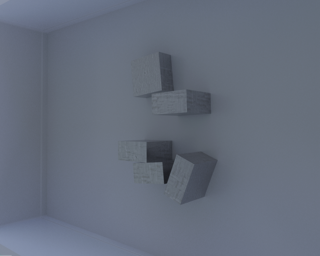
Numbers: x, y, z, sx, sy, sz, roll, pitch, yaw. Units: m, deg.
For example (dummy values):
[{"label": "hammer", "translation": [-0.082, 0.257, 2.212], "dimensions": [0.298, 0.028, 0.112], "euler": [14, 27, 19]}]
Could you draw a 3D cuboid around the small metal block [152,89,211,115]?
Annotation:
[{"label": "small metal block", "translation": [0.026, -0.029, 0.369], "dimensions": [0.050, 0.050, 0.025], "euler": [-2, 89, 40]}]

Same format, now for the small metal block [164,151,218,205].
[{"label": "small metal block", "translation": [0.036, 0.057, 0.361], "dimensions": [0.025, 0.050, 0.050], "euler": [27, 107, 36]}]

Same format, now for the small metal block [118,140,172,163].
[{"label": "small metal block", "translation": [-0.019, 0.029, 0.407], "dimensions": [0.050, 0.050, 0.025], "euler": [0, 90, 40]}]

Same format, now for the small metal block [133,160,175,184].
[{"label": "small metal block", "translation": [0.002, 0.054, 0.387], "dimensions": [0.050, 0.050, 0.025], "euler": [-8, 85, 42]}]

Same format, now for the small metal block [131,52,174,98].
[{"label": "small metal block", "translation": [-0.011, -0.070, 0.416], "dimensions": [0.050, 0.025, 0.050], "euler": [-8, 85, 39]}]
